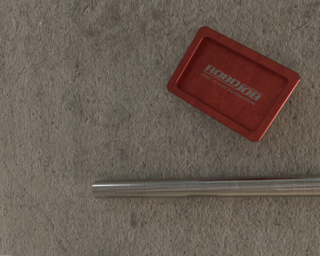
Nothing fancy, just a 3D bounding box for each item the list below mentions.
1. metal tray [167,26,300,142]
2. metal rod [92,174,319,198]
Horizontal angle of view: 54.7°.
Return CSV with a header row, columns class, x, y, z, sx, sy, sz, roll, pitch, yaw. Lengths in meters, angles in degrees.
class,x,y,z,sx,sy,sz,roll,pitch,yaw
metal tray,0.085,-0.053,0.375,0.130,0.030,0.090,33,100,16
metal rod,0.052,0.075,0.389,0.301,0.025,0.025,-5,89,19
